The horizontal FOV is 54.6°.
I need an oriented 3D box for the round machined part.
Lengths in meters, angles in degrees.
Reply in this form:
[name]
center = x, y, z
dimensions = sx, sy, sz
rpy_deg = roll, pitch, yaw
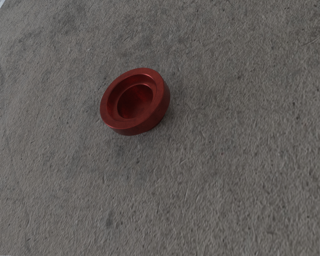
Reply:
[round machined part]
center = -0.030, -0.032, 0.430
dimensions = 0.098, 0.042, 0.098
rpy_deg = -13, 56, 21
